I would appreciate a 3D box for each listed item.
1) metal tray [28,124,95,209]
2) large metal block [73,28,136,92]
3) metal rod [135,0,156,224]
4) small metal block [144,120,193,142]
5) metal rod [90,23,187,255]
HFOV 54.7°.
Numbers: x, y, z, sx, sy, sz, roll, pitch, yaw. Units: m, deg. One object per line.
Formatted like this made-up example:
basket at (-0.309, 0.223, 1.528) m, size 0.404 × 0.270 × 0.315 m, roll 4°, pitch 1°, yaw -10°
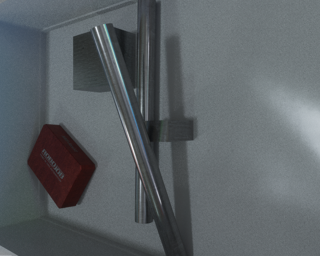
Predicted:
metal tray at (-0.176, 0.064, 0.540) m, size 0.130 × 0.030 × 0.089 m, roll 40°, pitch 109°, yaw 32°
large metal block at (-0.083, -0.097, 0.456) m, size 0.080 × 0.050 × 0.079 m, roll 0°, pitch 90°, yaw 39°
metal rod at (-0.020, -0.022, 0.420) m, size 0.025 × 0.025 × 0.298 m, roll 1°, pitch 91°, yaw 39°
small metal block at (0.006, 0.004, 0.384) m, size 0.050 × 0.050 × 0.025 m, roll -1°, pitch 89°, yaw 40°
metal rod at (-0.019, 0.031, 0.361) m, size 0.025 × 0.025 × 0.298 m, roll -9°, pitch 103°, yaw 39°
